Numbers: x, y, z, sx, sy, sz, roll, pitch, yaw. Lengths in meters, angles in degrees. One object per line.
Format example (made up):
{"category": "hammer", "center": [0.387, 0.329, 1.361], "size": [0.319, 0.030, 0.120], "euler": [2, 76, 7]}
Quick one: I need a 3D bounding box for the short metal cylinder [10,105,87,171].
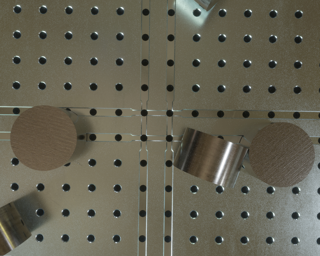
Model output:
{"category": "short metal cylinder", "center": [-0.141, 0.012, 0.400], "size": [0.081, 0.050, 0.079], "euler": [0, 90, 0]}

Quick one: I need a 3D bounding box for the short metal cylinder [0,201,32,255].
{"category": "short metal cylinder", "center": [-0.210, 0.134, 0.384], "size": [0.080, 0.080, 0.050], "euler": [-29, 90, 0]}

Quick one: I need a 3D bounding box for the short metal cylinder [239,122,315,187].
{"category": "short metal cylinder", "center": [0.149, 0.032, 0.402], "size": [0.081, 0.050, 0.079], "euler": [0, 90, 0]}

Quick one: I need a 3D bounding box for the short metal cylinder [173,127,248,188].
{"category": "short metal cylinder", "center": [0.062, 0.036, 0.386], "size": [0.080, 0.080, 0.050], "euler": [20, 90, 0]}

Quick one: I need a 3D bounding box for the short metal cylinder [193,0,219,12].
{"category": "short metal cylinder", "center": [0.065, -0.195, 0.386], "size": [0.050, 0.080, 0.080], "euler": [40, 90, 0]}
